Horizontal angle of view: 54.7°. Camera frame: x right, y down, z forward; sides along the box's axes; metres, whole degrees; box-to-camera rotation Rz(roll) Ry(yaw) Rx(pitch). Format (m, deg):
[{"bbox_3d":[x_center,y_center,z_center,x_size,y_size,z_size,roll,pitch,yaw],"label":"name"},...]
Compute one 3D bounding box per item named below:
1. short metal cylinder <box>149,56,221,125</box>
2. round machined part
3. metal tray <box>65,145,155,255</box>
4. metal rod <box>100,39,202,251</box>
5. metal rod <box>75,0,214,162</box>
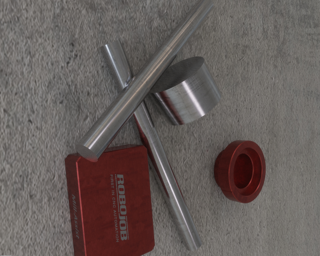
[{"bbox_3d":[0.030,-0.048,0.394,0.080,0.080,0.050,-47,119,-29],"label":"short metal cylinder"},{"bbox_3d":[0.124,0.068,0.498,0.099,0.042,0.097,0,90,-40],"label":"round machined part"},{"bbox_3d":[-0.054,0.089,0.356,0.091,0.030,0.129,-8,95,-40],"label":"metal tray"},{"bbox_3d":[-0.005,0.035,0.400,0.025,0.025,0.299,-34,111,-35],"label":"metal rod"},{"bbox_3d":[-0.001,-0.080,0.377,0.025,0.025,0.301,53,51,-27],"label":"metal rod"}]
